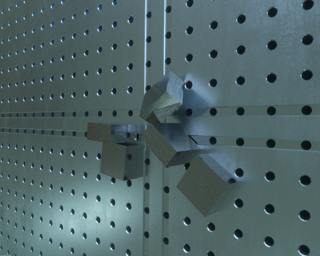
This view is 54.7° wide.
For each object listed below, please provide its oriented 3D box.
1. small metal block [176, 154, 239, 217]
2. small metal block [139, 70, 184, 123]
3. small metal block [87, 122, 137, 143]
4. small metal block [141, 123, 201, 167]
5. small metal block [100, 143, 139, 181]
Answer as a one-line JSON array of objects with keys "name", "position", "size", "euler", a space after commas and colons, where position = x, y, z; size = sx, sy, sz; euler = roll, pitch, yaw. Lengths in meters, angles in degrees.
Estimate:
[{"name": "small metal block", "position": [0.055, 0.066, 0.363], "size": [0.050, 0.025, 0.050], "euler": [43, 116, 31]}, {"name": "small metal block", "position": [0.003, -0.037, 0.388], "size": [0.050, 0.025, 0.050], "euler": [-40, 25, 32]}, {"name": "small metal block", "position": [-0.069, 0.006, 0.448], "size": [0.050, 0.050, 0.025], "euler": [6, 94, 39]}, {"name": "small metal block", "position": [0.014, 0.019, 0.380], "size": [0.050, 0.050, 0.025], "euler": [48, 119, 29]}, {"name": "small metal block", "position": [-0.060, 0.046, 0.457], "size": [0.050, 0.025, 0.050], "euler": [10, 96, 39]}]
